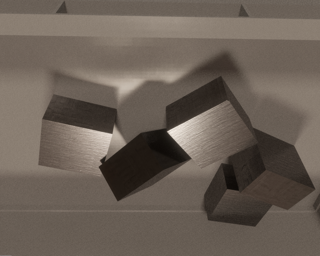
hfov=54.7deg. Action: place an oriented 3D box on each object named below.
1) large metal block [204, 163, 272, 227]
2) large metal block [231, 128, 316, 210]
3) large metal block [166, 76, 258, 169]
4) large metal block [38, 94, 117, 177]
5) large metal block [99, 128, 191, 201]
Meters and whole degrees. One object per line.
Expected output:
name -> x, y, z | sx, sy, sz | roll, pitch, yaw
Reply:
large metal block -> 0.124, 0.106, 0.485 | 0.081, 0.050, 0.079 | 10, 129, -9
large metal block -> 0.148, 0.054, 0.422 | 0.080, 0.080, 0.050 | 22, 127, -18
large metal block -> 0.064, -0.005, 0.390 | 0.080, 0.050, 0.080 | -28, 125, 21
large metal block -> -0.106, 0.011, 0.401 | 0.081, 0.050, 0.079 | 13, 129, -11
large metal block -> -0.017, 0.045, 0.403 | 0.080, 0.050, 0.080 | -38, 166, 27
